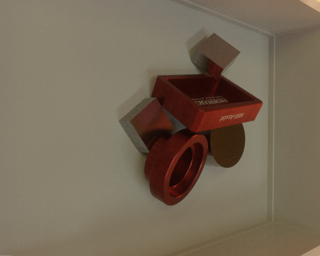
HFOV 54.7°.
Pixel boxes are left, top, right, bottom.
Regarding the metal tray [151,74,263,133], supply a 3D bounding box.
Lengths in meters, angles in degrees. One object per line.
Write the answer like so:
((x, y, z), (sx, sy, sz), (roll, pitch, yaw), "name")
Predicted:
((0.065, -0.039, 0.420), (0.131, 0.090, 0.030), (-10, 131, -40), "metal tray")

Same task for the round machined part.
((0.018, 0.045, 0.396), (0.099, 0.042, 0.097), (-36, 139, -40), "round machined part")

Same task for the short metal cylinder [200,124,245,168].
((0.082, 0.017, 0.462), (0.081, 0.050, 0.079), (0, 90, -40), "short metal cylinder")

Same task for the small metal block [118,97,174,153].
((-0.016, -0.004, 0.395), (0.050, 0.025, 0.050), (-45, 117, -31), "small metal block")

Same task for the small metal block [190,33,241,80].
((0.083, -0.107, 0.462), (0.050, 0.025, 0.050), (39, 59, 9), "small metal block")
